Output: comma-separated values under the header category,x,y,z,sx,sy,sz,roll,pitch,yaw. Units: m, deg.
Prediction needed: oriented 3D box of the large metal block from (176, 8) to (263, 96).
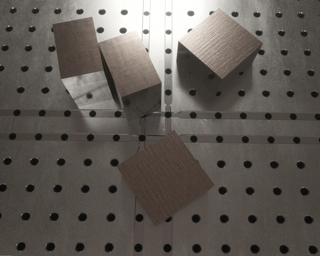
category,x,y,z,sx,sy,sz,roll,pitch,yaw
large metal block,0.081,-0.107,0.439,0.080,0.050,0.080,-42,76,-14

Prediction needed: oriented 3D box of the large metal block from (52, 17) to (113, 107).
category,x,y,z,sx,sy,sz,roll,pitch,yaw
large metal block,-0.100,-0.085,0.412,0.050,0.080,0.080,-13,71,-5

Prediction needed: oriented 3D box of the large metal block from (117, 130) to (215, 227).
category,x,y,z,sx,sy,sz,roll,pitch,yaw
large metal block,0.006,0.062,0.376,0.080,0.050,0.080,-32,74,-11

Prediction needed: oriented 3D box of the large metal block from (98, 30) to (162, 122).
category,x,y,z,sx,sy,sz,roll,pitch,yaw
large metal block,-0.037,-0.065,0.406,0.050,0.080,0.080,-22,72,-8
